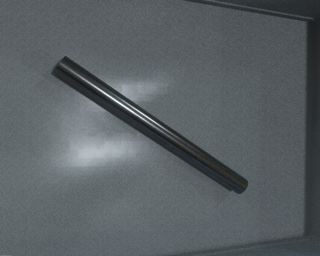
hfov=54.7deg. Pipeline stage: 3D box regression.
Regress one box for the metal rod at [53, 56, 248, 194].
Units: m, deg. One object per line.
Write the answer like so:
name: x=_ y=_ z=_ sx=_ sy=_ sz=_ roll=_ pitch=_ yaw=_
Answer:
metal rod: x=0.001 y=0.005 z=0.410 sx=0.301 sy=0.025 sz=0.025 roll=34 pitch=79 yaw=-17
